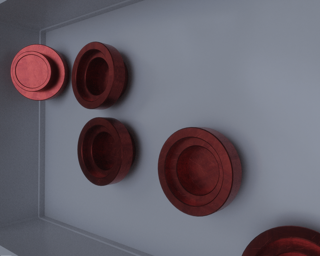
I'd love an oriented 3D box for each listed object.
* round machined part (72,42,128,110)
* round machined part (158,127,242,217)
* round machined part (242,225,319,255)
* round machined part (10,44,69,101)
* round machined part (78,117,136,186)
[{"bbox_3d":[-0.086,-0.076,0.464,0.098,0.042,0.097,0,90,39],"label":"round machined part"},{"bbox_3d":[0.048,0.048,0.354,0.098,0.042,0.097,0,90,39],"label":"round machined part"},{"bbox_3d":[0.122,0.142,0.274,0.098,0.042,0.098,-13,51,17],"label":"round machined part"},{"bbox_3d":[-0.213,-0.096,0.537,0.099,0.042,0.097,0,95,4],"label":"round machined part"},{"bbox_3d":[-0.074,0.033,0.455,0.098,0.042,0.097,0,90,39],"label":"round machined part"}]
